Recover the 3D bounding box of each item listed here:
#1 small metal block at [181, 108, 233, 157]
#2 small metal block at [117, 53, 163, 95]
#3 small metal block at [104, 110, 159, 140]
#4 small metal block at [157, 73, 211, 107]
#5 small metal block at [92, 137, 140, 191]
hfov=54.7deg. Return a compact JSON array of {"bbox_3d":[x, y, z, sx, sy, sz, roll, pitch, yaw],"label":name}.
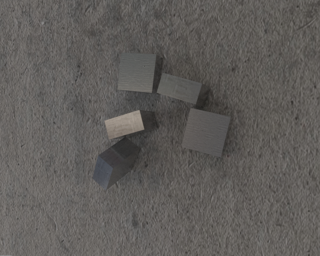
[{"bbox_3d":[0.060,0.005,0.388,0.050,0.025,0.050,14,95,19],"label":"small metal block"},{"bbox_3d":[-0.027,-0.073,0.418,0.050,0.025,0.050,8,93,19],"label":"small metal block"},{"bbox_3d":[-0.036,-0.004,0.408,0.050,0.050,0.025,-16,85,19],"label":"small metal block"},{"bbox_3d":[0.031,-0.047,0.385,0.050,0.050,0.025,19,97,19],"label":"small metal block"},{"bbox_3d":[-0.058,0.046,0.406,0.025,0.050,0.050,38,135,16],"label":"small metal block"}]
